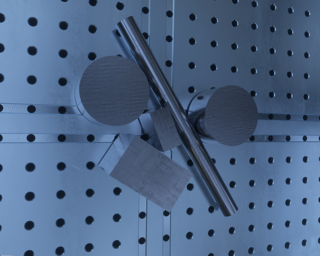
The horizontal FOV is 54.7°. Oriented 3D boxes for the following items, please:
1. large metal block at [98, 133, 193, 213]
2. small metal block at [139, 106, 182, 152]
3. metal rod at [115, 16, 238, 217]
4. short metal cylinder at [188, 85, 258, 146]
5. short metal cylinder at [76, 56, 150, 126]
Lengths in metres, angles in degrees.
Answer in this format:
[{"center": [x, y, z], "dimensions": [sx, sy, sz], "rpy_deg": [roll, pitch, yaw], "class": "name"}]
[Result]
[{"center": [-0.021, 0.050, 0.371], "dimensions": [0.080, 0.080, 0.050], "rpy_deg": [36, 79, -16], "class": "large metal block"}, {"center": [-0.001, 0.001, 0.395], "dimensions": [0.025, 0.050, 0.050], "rpy_deg": [-23, 98, -19], "class": "small metal block"}, {"center": [0.028, -0.008, 0.419], "dimensions": [0.025, 0.025, 0.299], "rpy_deg": [-33, 101, -17], "class": "metal rod"}, {"center": [0.086, -0.016, 0.427], "dimensions": [0.081, 0.050, 0.079], "rpy_deg": [0, 90, -20], "class": "short metal cylinder"}, {"center": [-0.059, -0.042, 0.374], "dimensions": [0.081, 0.050, 0.079], "rpy_deg": [0, 90, -20], "class": "short metal cylinder"}]
